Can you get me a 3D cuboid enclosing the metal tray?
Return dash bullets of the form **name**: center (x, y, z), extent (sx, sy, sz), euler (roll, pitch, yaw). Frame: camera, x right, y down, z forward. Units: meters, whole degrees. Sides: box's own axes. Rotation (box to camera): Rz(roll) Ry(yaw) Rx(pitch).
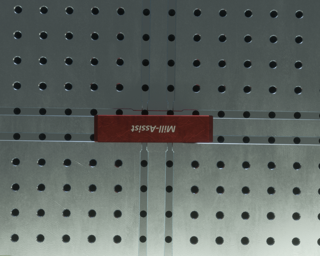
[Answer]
- **metal tray**: center (-0.007, 0.001, 0.380), extent (0.131, 0.090, 0.030), euler (0, 90, 0)
